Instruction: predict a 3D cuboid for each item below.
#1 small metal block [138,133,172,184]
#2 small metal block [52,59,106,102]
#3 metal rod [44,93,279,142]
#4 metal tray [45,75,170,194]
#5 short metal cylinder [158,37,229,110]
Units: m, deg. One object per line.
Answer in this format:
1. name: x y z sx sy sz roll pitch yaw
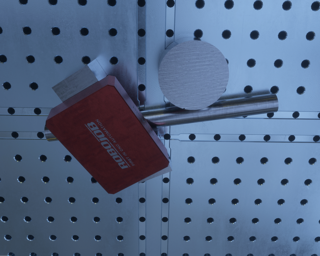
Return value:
1. small metal block: -0.016 0.042 0.427 0.050 0.025 0.050 -22 109 7
2. small metal block: -0.096 -0.057 0.377 0.050 0.050 0.025 -30 108 10
3. metal rod: 0.000 -0.014 0.409 0.302 0.025 0.025 -7 110 2
4. metal tray: -0.058 0.013 0.373 0.090 0.030 0.130 -29 119 10
5. short metal cylinder: 0.038 -0.067 0.375 0.081 0.050 0.079 0 110 -1
